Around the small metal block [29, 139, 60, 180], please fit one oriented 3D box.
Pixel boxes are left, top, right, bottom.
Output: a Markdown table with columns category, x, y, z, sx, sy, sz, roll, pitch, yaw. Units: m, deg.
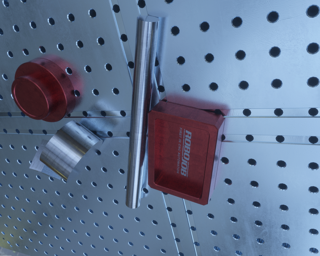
| category | x | y | z | sx | sy | sz | roll | pitch | yaw |
| --- | --- | --- | --- | --- | --- | --- | --- | --- | --- |
| small metal block | -0.178 | 0.052 | 0.509 | 0.025 | 0.050 | 0.050 | 11 | 161 | 23 |

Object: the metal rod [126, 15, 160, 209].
| category | x | y | z | sx | sy | sz | roll | pitch | yaw |
| --- | --- | --- | --- | --- | --- | --- | --- | --- | --- |
| metal rod | -0.029 | 0.001 | 0.426 | 0.025 | 0.025 | 0.298 | 19 | 126 | 17 |

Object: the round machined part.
| category | x | y | z | sx | sy | sz | roll | pitch | yaw |
| --- | --- | --- | --- | --- | --- | --- | --- | --- | --- |
| round machined part | -0.180 | -0.051 | 0.464 | 0.098 | 0.042 | 0.097 | 13 | 124 | 21 |

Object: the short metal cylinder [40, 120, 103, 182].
| category | x | y | z | sx | sy | sz | roll | pitch | yaw |
| --- | --- | --- | --- | --- | --- | --- | --- | --- | --- |
| short metal cylinder | -0.132 | 0.034 | 0.467 | 0.050 | 0.080 | 0.080 | 37 | 129 | 3 |

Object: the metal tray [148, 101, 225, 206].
| category | x | y | z | sx | sy | sz | roll | pitch | yaw |
| --- | --- | --- | --- | --- | --- | --- | --- | --- | --- |
| metal tray | 0.031 | 0.035 | 0.413 | 0.090 | 0.030 | 0.129 | 15 | 125 | 20 |
